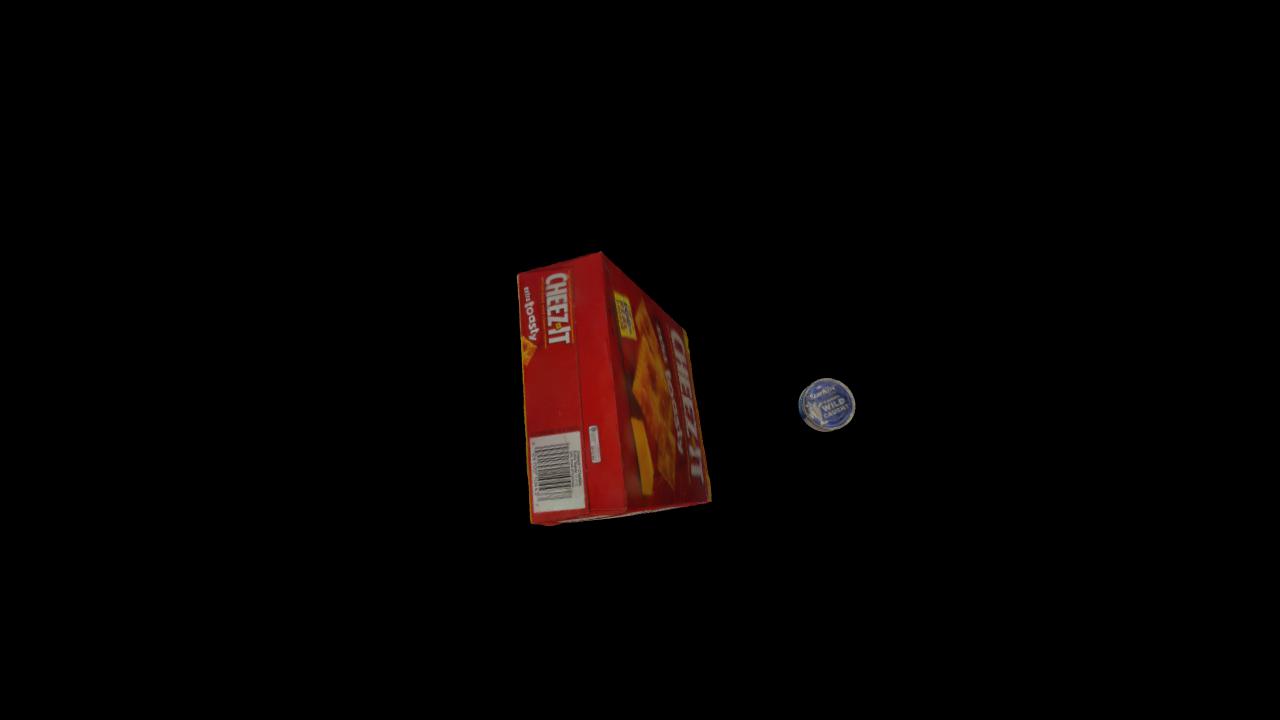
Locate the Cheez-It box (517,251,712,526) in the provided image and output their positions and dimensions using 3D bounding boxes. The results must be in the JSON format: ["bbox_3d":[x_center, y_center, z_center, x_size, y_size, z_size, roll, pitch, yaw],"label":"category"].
[{"bbox_3d":[-0.009,0.035,0.477,0.071,0.166,0.223,-11,-14,17],"label":"Cheez-It box"}]

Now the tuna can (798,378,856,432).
[{"bbox_3d":[0.299,0.073,0.989,0.084,0.084,0.034,0,-14,-2],"label":"tuna can"}]
